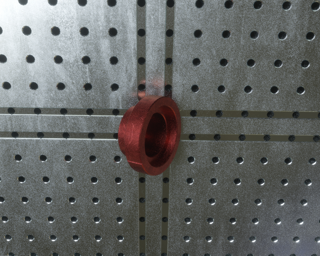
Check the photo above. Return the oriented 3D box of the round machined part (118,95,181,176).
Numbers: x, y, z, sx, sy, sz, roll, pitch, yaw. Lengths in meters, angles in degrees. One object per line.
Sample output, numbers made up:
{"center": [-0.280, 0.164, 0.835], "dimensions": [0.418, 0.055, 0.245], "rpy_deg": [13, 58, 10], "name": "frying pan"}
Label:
{"center": [-0.015, 0.007, 0.386], "dimensions": [0.042, 0.099, 0.097], "rpy_deg": [10, 114, 30], "name": "round machined part"}
